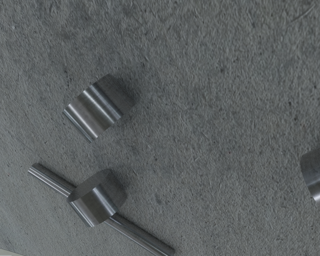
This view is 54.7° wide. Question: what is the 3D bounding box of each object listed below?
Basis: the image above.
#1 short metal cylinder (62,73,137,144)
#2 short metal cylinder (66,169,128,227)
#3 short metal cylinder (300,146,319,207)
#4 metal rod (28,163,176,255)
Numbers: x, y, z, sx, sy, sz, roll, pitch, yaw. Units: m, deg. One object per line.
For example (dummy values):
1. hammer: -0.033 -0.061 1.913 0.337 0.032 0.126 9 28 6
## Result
1. short metal cylinder: -0.076 -0.025 0.396 0.050 0.080 0.080 49 129 -7
2. short metal cylinder: -0.099 0.110 0.491 0.080 0.080 0.050 -24 105 36
3. short metal cylinder: 0.186 0.049 0.303 0.080 0.080 0.050 46 129 -4
4. metal rod: -0.108 0.150 0.556 0.301 0.025 0.025 30 128 9
